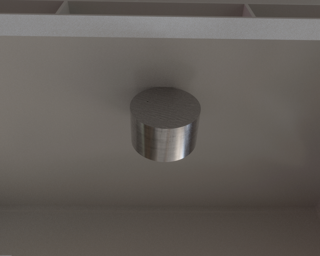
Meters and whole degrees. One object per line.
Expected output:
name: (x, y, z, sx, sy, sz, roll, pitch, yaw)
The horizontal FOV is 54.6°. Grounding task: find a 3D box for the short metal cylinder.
short metal cylinder: (0.005, -0.006, 0.368, 0.080, 0.080, 0.050, 1, 130, -1)
